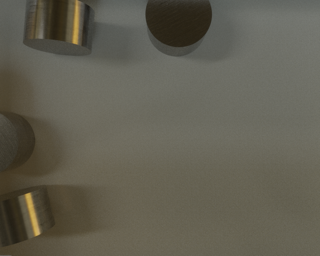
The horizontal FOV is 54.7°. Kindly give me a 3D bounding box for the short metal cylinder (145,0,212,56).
[{"bbox_3d":[0.023,-0.138,0.399,0.081,0.050,0.080,0,90,0],"label":"short metal cylinder"}]

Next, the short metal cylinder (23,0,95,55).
[{"bbox_3d":[-0.124,-0.124,0.383,0.080,0.080,0.050,5,90,0],"label":"short metal cylinder"}]

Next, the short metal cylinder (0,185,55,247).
[{"bbox_3d":[-0.176,0.106,0.383,0.080,0.080,0.050,-13,90,0],"label":"short metal cylinder"}]

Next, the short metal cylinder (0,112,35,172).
[{"bbox_3d":[-0.211,0.018,0.397,0.081,0.050,0.080,0,90,0],"label":"short metal cylinder"}]
